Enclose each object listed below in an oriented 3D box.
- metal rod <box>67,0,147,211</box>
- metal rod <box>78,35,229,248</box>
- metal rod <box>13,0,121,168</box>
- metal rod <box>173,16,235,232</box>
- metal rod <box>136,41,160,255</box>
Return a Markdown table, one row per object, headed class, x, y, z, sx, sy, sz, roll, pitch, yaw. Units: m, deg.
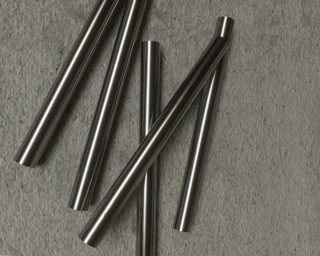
| class | x | y | z | sx | sy | sz | roll | pitch | yaw |
| --- | --- | --- | --- | --- | --- | --- | --- | --- | --- |
| metal rod | -0.060 | -0.048 | 0.386 | 0.025 | 0.025 | 0.299 | 17 | 84 | -19 |
| metal rod | 0.000 | 0.006 | 0.381 | 0.025 | 0.025 | 0.300 | 38 | 76 | -16 |
| metal rod | -0.093 | -0.094 | 0.374 | 0.025 | 0.025 | 0.299 | 27 | 81 | -18 |
| metal rod | 0.062 | -0.008 | 0.431 | 0.025 | 0.025 | 0.299 | 14 | 85 | -20 |
| metal rod | -0.016 | 0.039 | 0.402 | 0.025 | 0.025 | 0.298 | 2 | 90 | -20 |
